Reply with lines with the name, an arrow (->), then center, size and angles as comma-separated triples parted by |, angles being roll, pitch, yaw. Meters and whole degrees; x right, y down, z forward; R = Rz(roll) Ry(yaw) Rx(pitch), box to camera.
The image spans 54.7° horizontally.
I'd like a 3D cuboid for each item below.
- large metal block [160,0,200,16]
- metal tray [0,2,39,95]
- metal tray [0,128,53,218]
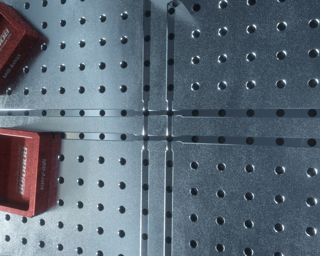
large metal block -> 0.020, -0.204, 0.392 | 0.080, 0.050, 0.080 | 32, 100, 17
metal tray -> -0.268, -0.128, 0.504 | 0.090, 0.030, 0.130 | 44, 103, 14
metal tray -> -0.220, 0.067, 0.487 | 0.090, 0.030, 0.129 | 5, 92, 19
